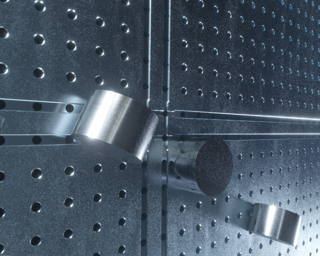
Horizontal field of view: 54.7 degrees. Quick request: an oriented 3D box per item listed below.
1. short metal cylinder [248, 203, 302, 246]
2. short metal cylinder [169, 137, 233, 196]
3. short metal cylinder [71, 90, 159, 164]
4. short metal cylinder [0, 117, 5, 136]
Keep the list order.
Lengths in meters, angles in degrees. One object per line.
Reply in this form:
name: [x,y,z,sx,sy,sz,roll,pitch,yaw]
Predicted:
short metal cylinder: [0.202,0.170,0.547,0.080,0.080,0.050,31,71,-36]
short metal cylinder: [0.060,0.054,0.445,0.081,0.050,0.079,0,90,-40]
short metal cylinder: [-0.048,0.001,0.335,0.080,0.080,0.050,33,70,-36]
short metal cylinder: [-0.168,0.006,0.233,0.080,0.080,0.050,21,77,-39]
